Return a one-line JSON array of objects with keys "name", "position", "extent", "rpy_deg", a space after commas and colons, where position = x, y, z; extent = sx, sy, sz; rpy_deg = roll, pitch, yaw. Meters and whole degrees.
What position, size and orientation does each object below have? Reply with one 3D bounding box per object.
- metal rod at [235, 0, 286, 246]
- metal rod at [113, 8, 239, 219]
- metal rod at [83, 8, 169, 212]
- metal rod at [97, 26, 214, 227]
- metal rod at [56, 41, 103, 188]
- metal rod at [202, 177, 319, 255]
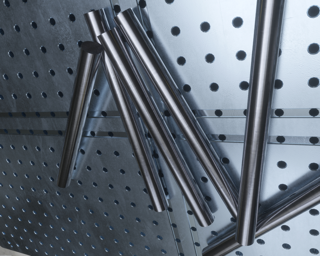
[{"name": "metal rod", "position": [0.107, 0.013, 0.347], "extent": [0.025, 0.025, 0.298], "rpy_deg": [10, 118, 23]}, {"name": "metal rod", "position": [0.034, -0.007, 0.389], "extent": [0.025, 0.025, 0.299], "rpy_deg": [-22, 107, 36]}, {"name": "metal rod", "position": [-0.039, -0.008, 0.427], "extent": [0.025, 0.025, 0.299], "rpy_deg": [-3, 117, 29]}, {"name": "metal rod", "position": [0.004, 0.013, 0.407], "extent": [0.025, 0.025, 0.299], "rpy_deg": [-13, 115, 34]}, {"name": "metal rod", "position": [-0.128, 0.003, 0.464], "extent": [0.025, 0.025, 0.298], "rpy_deg": [33, 134, 6]}, {"name": "metal rod", "position": [0.151, 0.114, 0.402], "extent": [0.025, 0.025, 0.298], "rpy_deg": [40, 129, 1]}]
